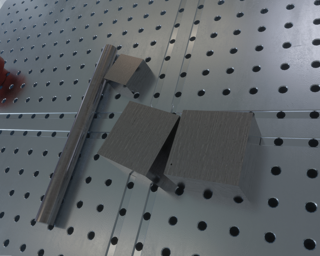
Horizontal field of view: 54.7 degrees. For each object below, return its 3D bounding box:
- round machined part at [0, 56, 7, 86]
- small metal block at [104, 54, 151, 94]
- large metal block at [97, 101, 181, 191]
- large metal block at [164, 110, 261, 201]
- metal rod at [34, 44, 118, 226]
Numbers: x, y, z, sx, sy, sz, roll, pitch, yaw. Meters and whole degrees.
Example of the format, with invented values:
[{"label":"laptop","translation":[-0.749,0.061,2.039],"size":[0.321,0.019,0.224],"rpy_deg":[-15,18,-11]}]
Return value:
[{"label":"round machined part","translation":[-0.369,-0.113,0.661],"size":[0.098,0.042,0.098],"rpy_deg":[-13,56,21]},{"label":"small metal block","translation":[-0.052,-0.086,0.488],"size":[0.050,0.025,0.050],"rpy_deg":[22,74,36]},{"label":"large metal block","translation":[-0.017,0.020,0.389],"size":[0.080,0.050,0.080],"rpy_deg":[19,72,35]},{"label":"large metal block","translation":[0.060,0.028,0.343],"size":[0.080,0.050,0.080],"rpy_deg":[4,64,30]},{"label":"metal rod","translation":[-0.120,-0.005,0.474],"size":[0.025,0.025,0.300],"rpy_deg":[0,62,28]}]
